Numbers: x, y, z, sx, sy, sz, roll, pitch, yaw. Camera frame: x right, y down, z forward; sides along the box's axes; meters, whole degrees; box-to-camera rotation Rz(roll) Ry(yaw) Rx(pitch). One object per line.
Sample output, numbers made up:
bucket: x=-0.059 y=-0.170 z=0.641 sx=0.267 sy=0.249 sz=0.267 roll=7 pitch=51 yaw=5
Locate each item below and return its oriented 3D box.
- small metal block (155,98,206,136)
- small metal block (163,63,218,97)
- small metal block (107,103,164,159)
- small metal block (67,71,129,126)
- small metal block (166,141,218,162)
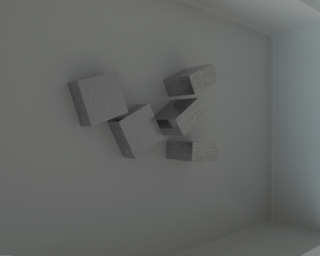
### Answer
small metal block: x=0.023 y=-0.015 z=0.412 sx=0.050 sy=0.050 sz=0.025 roll=-43 pitch=117 yaw=-32
small metal block: x=0.042 y=-0.066 z=0.427 sx=0.050 sy=0.050 sz=0.025 roll=-32 pitch=111 yaw=-36
small metal block: x=-0.029 y=0.003 z=0.384 sx=0.050 sy=0.025 sz=0.050 roll=-35 pitch=112 yaw=-35
small metal block: x=-0.069 y=-0.033 z=0.350 sx=0.050 sy=0.025 sz=0.050 roll=-25 pitch=106 yaw=-38
small metal block: x=0.044 y=0.032 z=0.430 sx=0.050 sy=0.050 sz=0.025 roll=3 pitch=88 yaw=-40
